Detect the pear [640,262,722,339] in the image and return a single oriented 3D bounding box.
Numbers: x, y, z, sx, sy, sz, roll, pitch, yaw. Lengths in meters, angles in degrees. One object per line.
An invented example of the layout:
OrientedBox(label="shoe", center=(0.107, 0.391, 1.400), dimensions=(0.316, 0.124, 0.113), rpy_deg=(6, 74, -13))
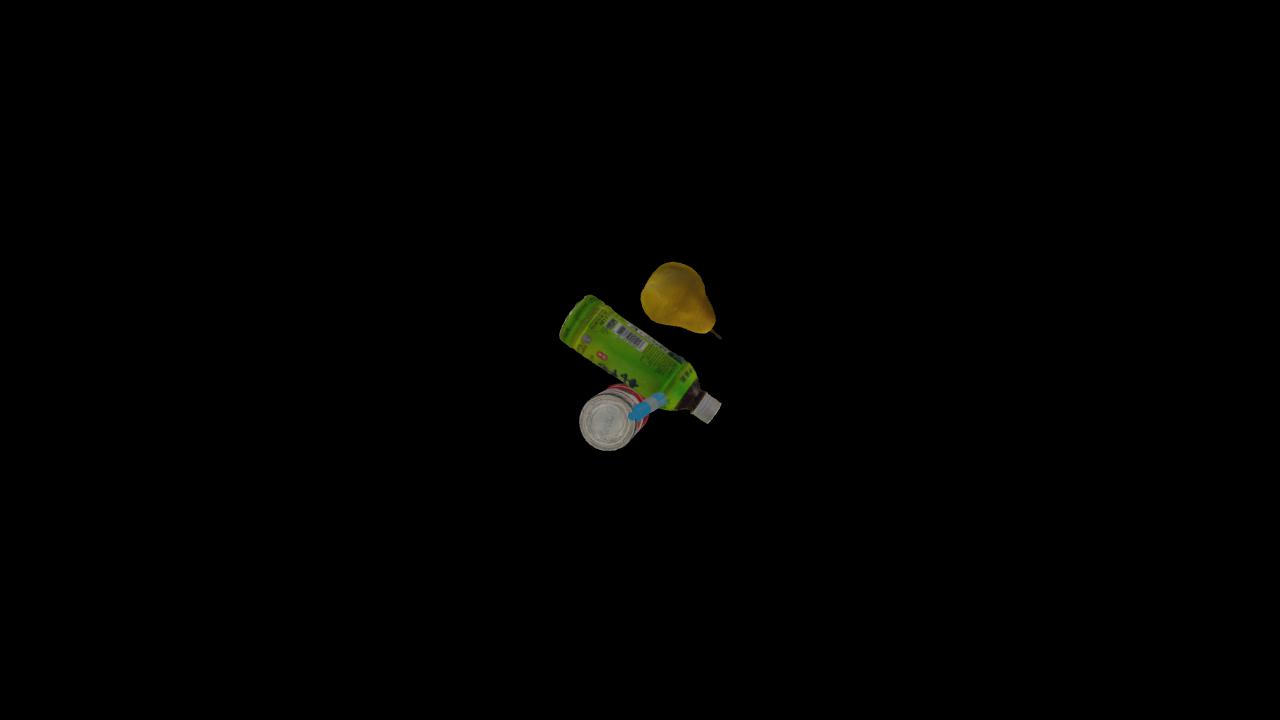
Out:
OrientedBox(label="pear", center=(0.056, -0.062, 0.727), dimensions=(0.111, 0.080, 0.080), rpy_deg=(37, 2, 3))

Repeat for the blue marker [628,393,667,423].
OrientedBox(label="blue marker", center=(0.025, 0.045, 0.724), dimensions=(0.020, 0.020, 0.121), rpy_deg=(0, 18, 37))

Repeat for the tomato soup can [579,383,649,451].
OrientedBox(label="tomato soup can", center=(-0.029, 0.066, 0.733), dimensions=(0.068, 0.068, 0.101), rpy_deg=(0, 4, 10))

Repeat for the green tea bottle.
OrientedBox(label="green tea bottle", center=(0.004, 0.005, 0.748), dimensions=(0.212, 0.073, 0.073), rpy_deg=(35, 4, 7))
